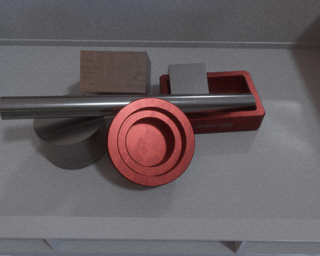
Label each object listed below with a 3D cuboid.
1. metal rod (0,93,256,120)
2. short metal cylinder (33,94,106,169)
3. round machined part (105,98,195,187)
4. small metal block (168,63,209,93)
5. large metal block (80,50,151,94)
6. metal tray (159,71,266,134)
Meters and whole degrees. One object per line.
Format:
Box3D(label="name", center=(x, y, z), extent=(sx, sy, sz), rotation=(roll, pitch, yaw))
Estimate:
Box3D(label="metal rod", center=(-0.023, -0.028, 0.372), extent=(0.303, 0.025, 0.025), rotation=(-3, 49, -17))
Box3D(label="short metal cylinder", center=(-0.107, 0.004, 0.381), extent=(0.081, 0.050, 0.080), rotation=(0, 50, 0))
Box3D(label="round machined part", center=(-0.013, 0.017, 0.357), extent=(0.099, 0.042, 0.097), rotation=(2, 83, -15))
Box3D(label="small metal block", center=(0.038, -0.061, 0.427), extent=(0.050, 0.025, 0.050), rotation=(-4, 76, -3))
Box3D(label="large metal block", center=(-0.056, -0.070, 0.416), extent=(0.080, 0.080, 0.050), rotation=(2, 92, 2))
Box3D(label="metal tray", center=(0.068, -0.037, 0.431), extent=(0.131, 0.030, 0.090), rotation=(-3, 50, -4))
